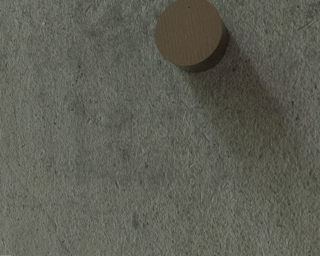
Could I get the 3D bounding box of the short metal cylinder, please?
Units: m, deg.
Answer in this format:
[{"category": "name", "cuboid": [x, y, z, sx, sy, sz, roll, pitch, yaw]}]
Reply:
[{"category": "short metal cylinder", "cuboid": [0.040, -0.112, 0.382, 0.080, 0.050, 0.080, 0, 90, 20]}]
